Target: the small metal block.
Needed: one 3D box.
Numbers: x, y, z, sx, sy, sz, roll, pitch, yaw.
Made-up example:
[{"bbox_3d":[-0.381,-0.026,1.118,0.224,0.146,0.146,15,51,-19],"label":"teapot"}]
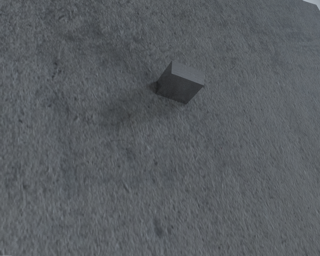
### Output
[{"bbox_3d":[0.028,-0.064,0.444,0.050,0.050,0.025,17,55,-19],"label":"small metal block"}]
